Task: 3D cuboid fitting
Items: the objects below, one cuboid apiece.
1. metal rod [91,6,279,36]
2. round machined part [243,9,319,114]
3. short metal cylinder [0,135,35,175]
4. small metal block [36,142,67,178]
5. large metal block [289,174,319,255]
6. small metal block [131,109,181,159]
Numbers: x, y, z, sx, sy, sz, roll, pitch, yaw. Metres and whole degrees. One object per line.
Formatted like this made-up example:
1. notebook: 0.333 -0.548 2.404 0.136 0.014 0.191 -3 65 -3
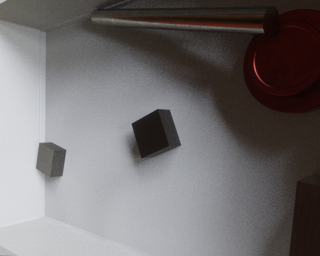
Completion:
1. metal rod: 0.000 -0.133 0.377 0.300 0.025 0.025 23 104 46
2. round machined part: 0.124 -0.063 0.292 0.098 0.042 0.097 0 90 39
3. short metal cylinder: -0.302 0.054 0.638 0.080 0.050 0.079 0 90 39
4. small metal block: -0.200 0.058 0.569 0.050 0.025 0.050 18 101 38
5. large metal block: 0.160 0.088 0.258 0.080 0.050 0.079 7 95 39
6. small metal block: -0.006 0.008 0.410 0.050 0.025 0.050 -27 73 36
